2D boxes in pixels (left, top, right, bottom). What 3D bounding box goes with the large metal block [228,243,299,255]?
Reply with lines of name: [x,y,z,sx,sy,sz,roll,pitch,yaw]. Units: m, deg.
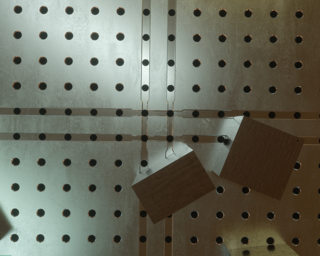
large metal block: [0.138,0.203,0.402,0.080,0.050,0.080,-6,90,0]

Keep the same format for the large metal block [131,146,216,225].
large metal block: [0.015,0.066,0.386,0.080,0.080,0.050,-30,90,0]

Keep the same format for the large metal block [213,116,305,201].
large metal block: [0.124,0.037,0.402,0.080,0.050,0.080,22,90,0]
